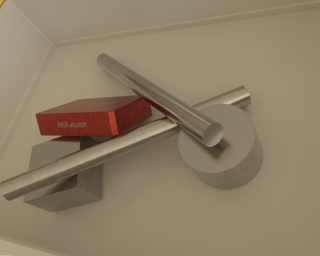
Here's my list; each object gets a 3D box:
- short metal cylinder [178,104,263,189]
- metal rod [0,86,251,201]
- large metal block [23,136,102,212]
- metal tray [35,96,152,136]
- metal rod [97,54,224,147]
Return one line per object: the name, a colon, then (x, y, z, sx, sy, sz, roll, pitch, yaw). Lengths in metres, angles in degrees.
short metal cylinder: (0.067, 0.020, 0.338, 0.080, 0.050, 0.080, -13, 56, 20)
metal rod: (-0.037, 0.016, 0.364, 0.302, 0.025, 0.025, -22, 53, -3)
large metal block: (-0.125, 0.058, 0.412, 0.080, 0.050, 0.080, -18, 55, 17)
metal tray: (-0.088, -0.018, 0.421, 0.130, 0.030, 0.091, 0, 18, 29)
metal rod: (-0.022, -0.054, 0.410, 0.025, 0.025, 0.300, -46, 39, -4)
